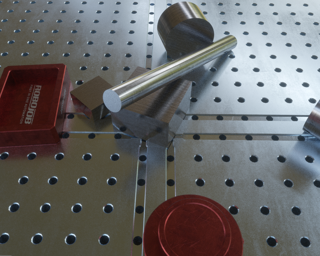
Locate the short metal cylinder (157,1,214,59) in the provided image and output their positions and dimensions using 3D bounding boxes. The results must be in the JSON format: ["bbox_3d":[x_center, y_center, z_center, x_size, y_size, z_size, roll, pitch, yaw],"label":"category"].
[{"bbox_3d":[0.041,-0.155,0.502,0.081,0.080,0.050,-12,51,-10],"label":"short metal cylinder"}]

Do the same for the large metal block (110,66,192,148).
[{"bbox_3d":[-0.010,-0.030,0.416,0.080,0.050,0.080,19,52,15],"label":"large metal block"}]

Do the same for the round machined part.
[{"bbox_3d":[0.033,0.109,0.305,0.099,0.042,0.098,0,50,0],"label":"round machined part"}]

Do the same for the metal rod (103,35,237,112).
[{"bbox_3d":[0.036,-0.088,0.425,0.025,0.025,0.302,29,39,22],"label":"metal rod"}]

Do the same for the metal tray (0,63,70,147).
[{"bbox_3d":[-0.181,-0.036,0.433,0.091,0.030,0.130,-3,50,-3],"label":"metal tray"}]

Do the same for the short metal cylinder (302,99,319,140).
[{"bbox_3d":[0.226,-0.018,0.388,0.050,0.080,0.080,37,59,27],"label":"short metal cylinder"}]

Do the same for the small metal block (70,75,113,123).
[{"bbox_3d":[-0.091,-0.042,0.442,0.050,0.025,0.050,-37,59,-27],"label":"small metal block"}]
